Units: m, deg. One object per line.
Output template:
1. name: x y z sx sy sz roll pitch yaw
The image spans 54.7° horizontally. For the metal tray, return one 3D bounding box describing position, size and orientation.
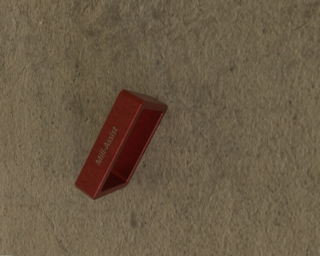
1. metal tray: -0.045 0.020 0.389 0.030 0.090 0.129 31 100 17
